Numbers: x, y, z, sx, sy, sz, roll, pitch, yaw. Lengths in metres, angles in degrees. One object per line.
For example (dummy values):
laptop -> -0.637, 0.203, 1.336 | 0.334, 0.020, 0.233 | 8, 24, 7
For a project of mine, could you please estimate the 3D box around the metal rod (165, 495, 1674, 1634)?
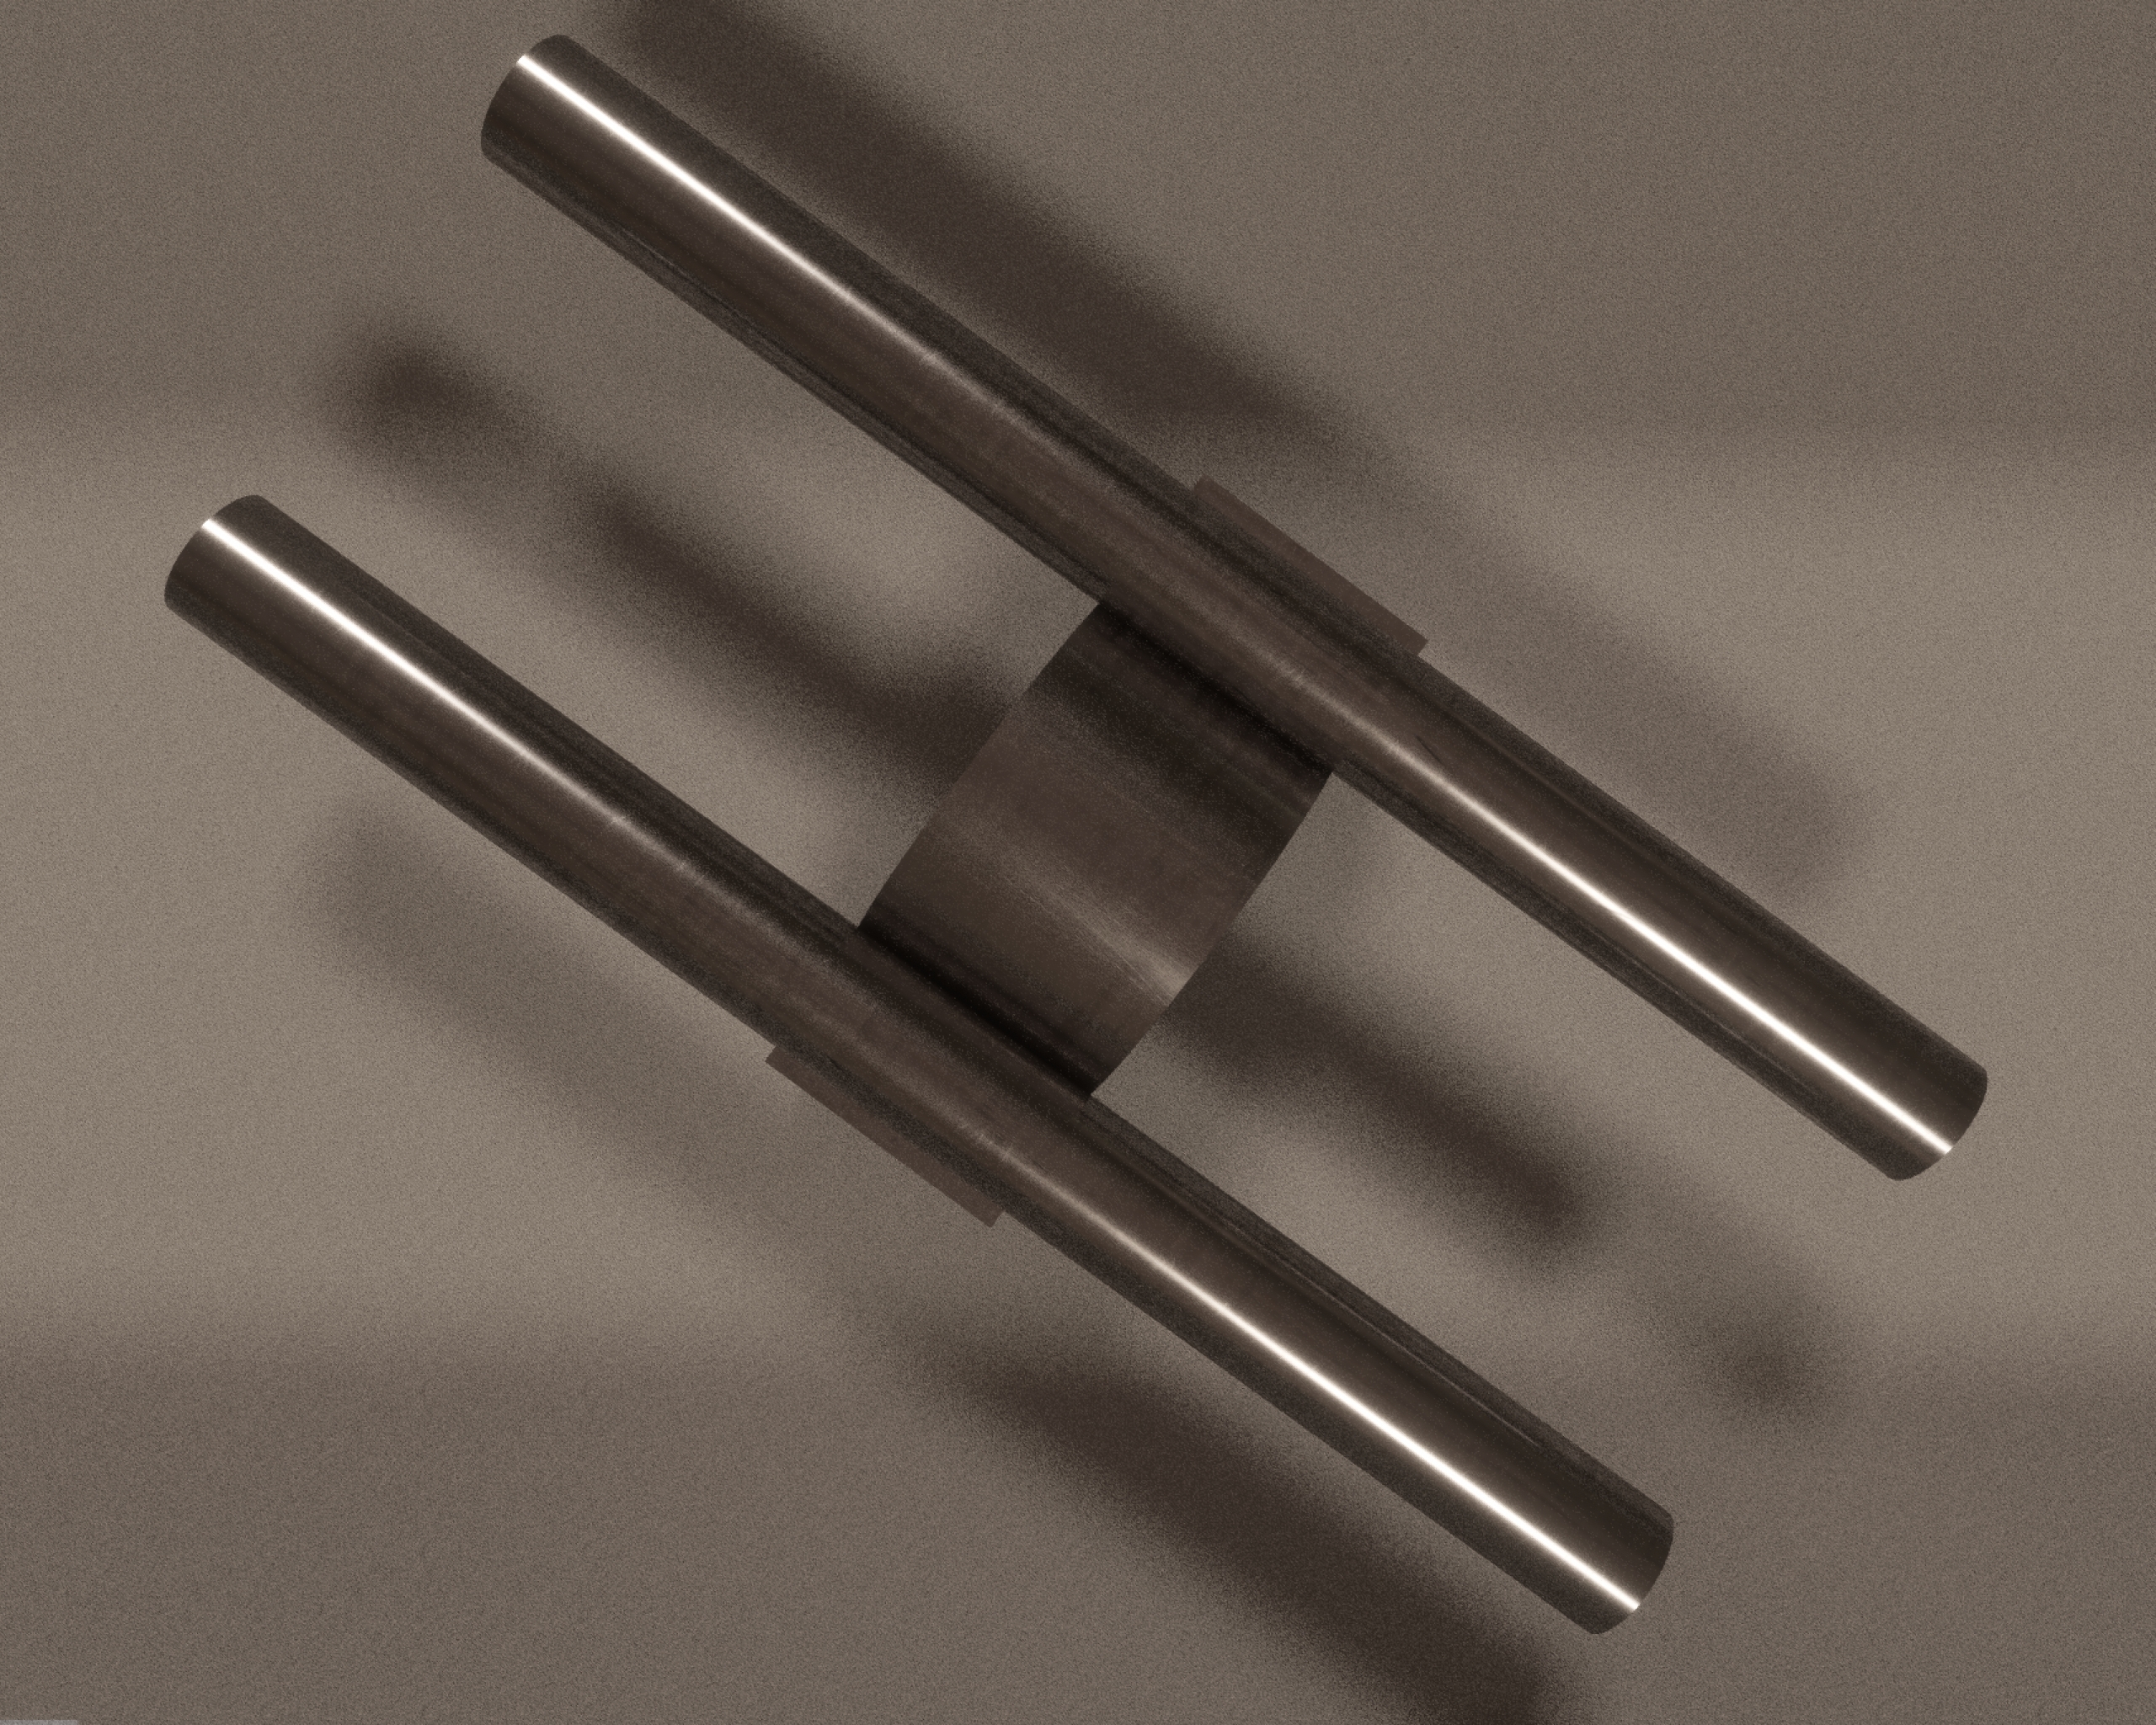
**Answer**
metal rod -> -0.027, 0.035, 0.361 | 0.301, 0.025, 0.025 | 36, 90, 0

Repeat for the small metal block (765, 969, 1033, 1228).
small metal block -> -0.028, 0.040, 0.397 | 0.050, 0.050, 0.025 | 37, 90, -1

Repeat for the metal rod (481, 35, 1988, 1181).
metal rod -> 0.027, -0.043, 0.360 | 0.301, 0.025, 0.025 | 36, 90, -1

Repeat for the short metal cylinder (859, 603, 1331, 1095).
short metal cylinder -> 0.003, -0.003, 0.382 | 0.050, 0.080, 0.080 | 37, 90, -1

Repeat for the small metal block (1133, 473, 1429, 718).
small metal block -> 0.035, -0.045, 0.397 | 0.050, 0.050, 0.025 | 37, 90, -1
